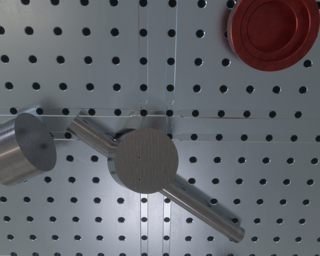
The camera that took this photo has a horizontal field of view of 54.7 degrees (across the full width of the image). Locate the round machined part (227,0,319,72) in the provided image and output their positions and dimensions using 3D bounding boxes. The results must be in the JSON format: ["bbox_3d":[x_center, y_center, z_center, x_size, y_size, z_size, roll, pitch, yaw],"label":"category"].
[{"bbox_3d":[0.127,-0.118,0.362,0.099,0.042,0.097,0,110,0],"label":"round machined part"}]

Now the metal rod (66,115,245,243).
[{"bbox_3d":[0.002,0.079,0.442,0.301,0.025,0.025,36,106,-13],"label":"metal rod"}]

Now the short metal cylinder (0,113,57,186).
[{"bbox_3d":[-0.177,0.027,0.392,0.050,0.080,0.080,-23,109,8],"label":"short metal cylinder"}]

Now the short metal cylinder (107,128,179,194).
[{"bbox_3d":[-0.023,0.041,0.397,0.081,0.050,0.080,2,84,-19],"label":"short metal cylinder"}]
